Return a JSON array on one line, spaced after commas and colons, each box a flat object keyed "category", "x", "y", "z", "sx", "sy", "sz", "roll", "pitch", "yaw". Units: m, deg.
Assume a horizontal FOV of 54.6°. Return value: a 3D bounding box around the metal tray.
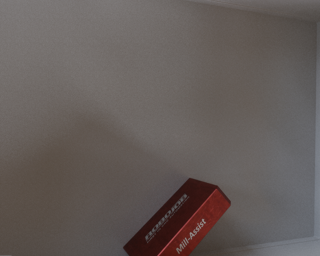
[{"category": "metal tray", "x": 0.019, "y": 0.124, "z": 0.395, "sx": 0.130, "sy": 0.090, "sz": 0.030, "roll": -44, "pitch": 104, "yaw": -17}]
